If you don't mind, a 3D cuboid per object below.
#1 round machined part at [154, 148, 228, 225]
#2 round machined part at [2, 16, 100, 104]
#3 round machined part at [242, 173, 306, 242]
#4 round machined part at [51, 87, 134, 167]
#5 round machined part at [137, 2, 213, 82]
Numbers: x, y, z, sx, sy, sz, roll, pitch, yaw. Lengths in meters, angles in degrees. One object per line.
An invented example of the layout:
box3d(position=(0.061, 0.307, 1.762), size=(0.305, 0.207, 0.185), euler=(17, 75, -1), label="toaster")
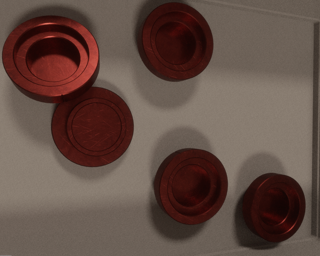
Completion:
box3d(position=(0.038, 0.075, 0.417), size=(0.099, 0.042, 0.097), euler=(0, 90, -21), label="round machined part")
box3d(position=(-0.118, -0.072, 0.347), size=(0.099, 0.042, 0.098), euler=(3, 72, -9), label="round machined part")
box3d(position=(0.165, 0.116, 0.464), size=(0.099, 0.042, 0.097), euler=(0, 90, -21), label="round machined part")
box3d(position=(-0.079, -0.001, 0.373), size=(0.099, 0.042, 0.097), euler=(0, 90, -21), label="round machined part")
box3d(position=(0.017, -0.110, 0.409), size=(0.099, 0.042, 0.097), euler=(0, 90, -21), label="round machined part")
